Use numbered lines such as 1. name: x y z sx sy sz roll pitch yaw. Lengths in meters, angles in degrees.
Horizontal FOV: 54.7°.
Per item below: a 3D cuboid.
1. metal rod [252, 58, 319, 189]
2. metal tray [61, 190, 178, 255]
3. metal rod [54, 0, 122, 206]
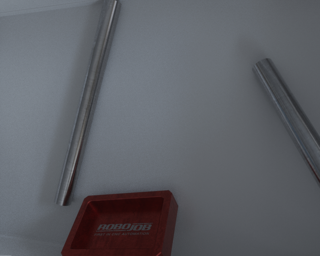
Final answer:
1. metal rod: 0.164 0.050 0.298 0.025 0.025 0.299 -29 60 17
2. metal tray: -0.048 0.127 0.393 0.130 0.090 0.030 -8 128 19
3. metal rod: -0.105 -0.033 0.446 0.025 0.025 0.298 17 96 19
